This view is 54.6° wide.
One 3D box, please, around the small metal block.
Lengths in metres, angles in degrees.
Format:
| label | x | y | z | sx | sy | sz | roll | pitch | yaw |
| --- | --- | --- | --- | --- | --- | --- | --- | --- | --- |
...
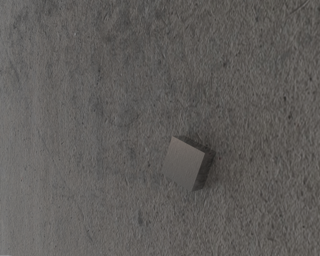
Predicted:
| label | x | y | z | sx | sy | sz | roll | pitch | yaw |
| --- | --- | --- | --- | --- | --- | --- | --- | --- | --- |
| small metal block | 0.034 | 0.042 | 0.378 | 0.050 | 0.025 | 0.050 | 28 | 107 | 36 |
